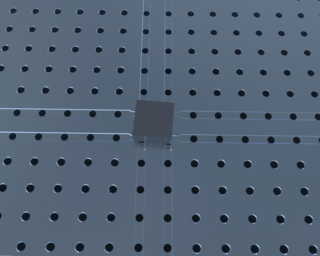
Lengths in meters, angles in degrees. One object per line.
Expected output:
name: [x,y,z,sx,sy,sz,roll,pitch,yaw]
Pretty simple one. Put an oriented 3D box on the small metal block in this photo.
small metal block: [-0.008,-0.008,0.414,0.050,0.025,0.050,5,70,1]
